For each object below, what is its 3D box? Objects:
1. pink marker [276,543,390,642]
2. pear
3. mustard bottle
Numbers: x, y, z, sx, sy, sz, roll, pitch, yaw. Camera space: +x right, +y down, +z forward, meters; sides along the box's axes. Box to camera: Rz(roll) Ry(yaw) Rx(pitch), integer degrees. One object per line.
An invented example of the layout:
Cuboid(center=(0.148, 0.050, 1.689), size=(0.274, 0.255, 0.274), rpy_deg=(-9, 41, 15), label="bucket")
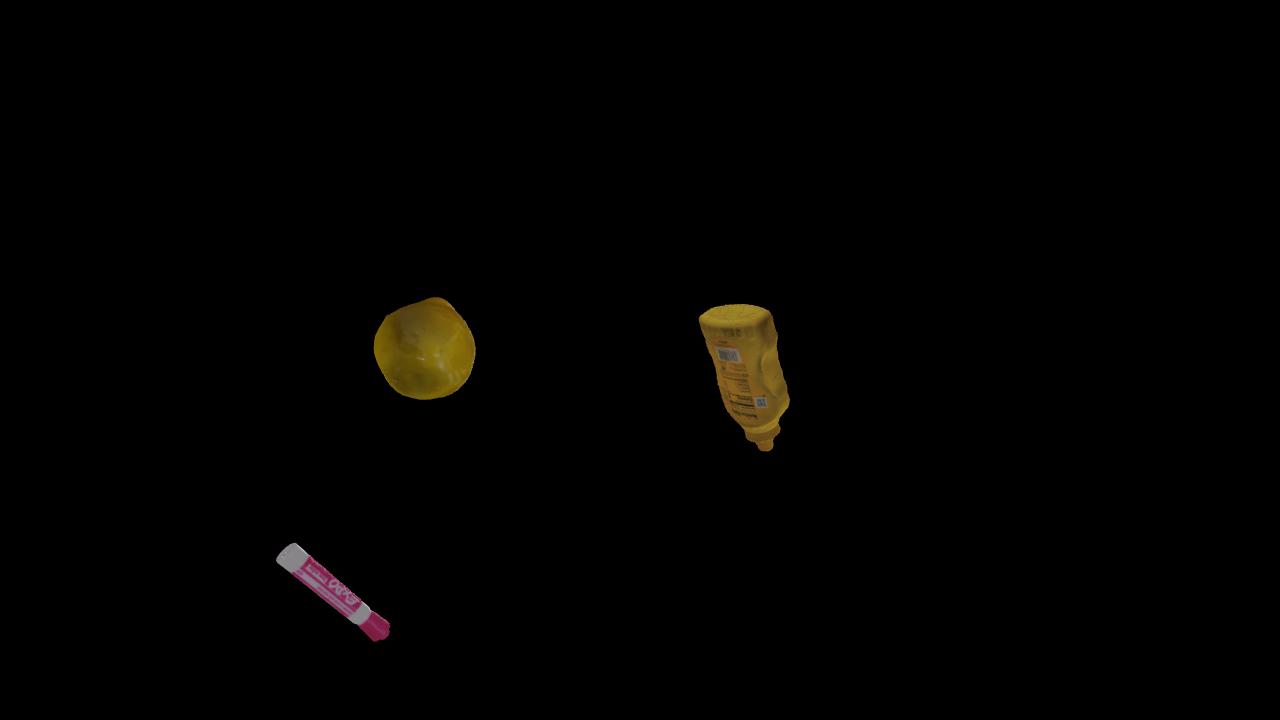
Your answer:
Cuboid(center=(-0.258, 0.201, 0.525), size=(0.020, 0.121, 0.020), rpy_deg=(-27, 26, 14), label="pink marker")
Cuboid(center=(-0.169, -0.025, 0.502), size=(0.080, 0.111, 0.080), rpy_deg=(-2, -41, -2), label="pear")
Cuboid(center=(0.128, 0.028, 0.715), size=(0.092, 0.184, 0.054), rpy_deg=(5, 32, 43), label="mustard bottle")
